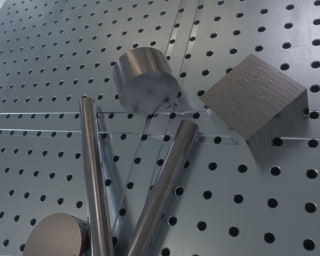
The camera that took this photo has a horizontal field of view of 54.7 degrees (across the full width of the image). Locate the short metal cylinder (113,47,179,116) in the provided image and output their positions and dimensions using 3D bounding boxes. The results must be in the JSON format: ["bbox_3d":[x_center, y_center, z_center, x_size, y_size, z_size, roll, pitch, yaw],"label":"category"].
[{"bbox_3d":[-0.020,-0.062,0.422,0.080,0.080,0.050,-28,52,11],"label":"short metal cylinder"}]

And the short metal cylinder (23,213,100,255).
[{"bbox_3d":[-0.110,0.145,0.361,0.080,0.050,0.080,-13,56,21],"label":"short metal cylinder"}]

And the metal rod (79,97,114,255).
[{"bbox_3d":[-0.083,0.066,0.393,0.025,0.025,0.300,-28,47,11],"label":"metal rod"}]

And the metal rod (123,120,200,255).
[{"bbox_3d":[-0.020,0.125,0.341,0.025,0.025,0.300,12,67,33],"label":"metal rod"}]

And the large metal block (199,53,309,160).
[{"bbox_3d":[0.106,-0.025,0.352,0.080,0.050,0.080,-41,51,0],"label":"large metal block"}]
